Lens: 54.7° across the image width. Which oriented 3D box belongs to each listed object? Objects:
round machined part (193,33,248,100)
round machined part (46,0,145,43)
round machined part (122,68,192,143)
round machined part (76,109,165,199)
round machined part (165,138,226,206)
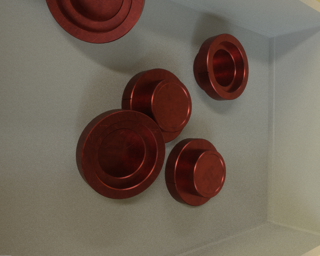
[{"bbox_3d":[0.089,-0.090,0.473,0.099,0.042,0.097,0,90,-40],"label":"round machined part"},{"bbox_3d":[-0.063,-0.141,0.320,0.098,0.098,0.042,60,17,-23],"label":"round machined part"},{"bbox_3d":[0.003,-0.028,0.400,0.099,0.042,0.097,0,90,-40],"label":"round machined part"},{"bbox_3d":[-0.047,0.027,0.350,0.099,0.042,0.097,-5,100,-31],"label":"round machined part"},{"bbox_3d":[0.058,0.064,0.446,0.099,0.042,0.097,0,90,-40],"label":"round machined part"}]
